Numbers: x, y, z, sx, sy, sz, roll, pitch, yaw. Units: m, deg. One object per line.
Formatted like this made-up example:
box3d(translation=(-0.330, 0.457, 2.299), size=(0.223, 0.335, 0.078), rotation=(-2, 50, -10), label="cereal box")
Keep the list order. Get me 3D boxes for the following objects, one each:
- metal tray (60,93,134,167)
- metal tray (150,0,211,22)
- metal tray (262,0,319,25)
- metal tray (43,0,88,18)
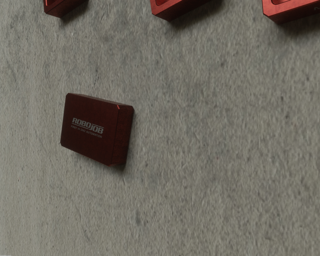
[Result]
box3d(translation=(-0.102, -0.001, 0.483), size=(0.130, 0.030, 0.089), rotation=(15, 100, 38), label="metal tray")
box3d(translation=(0.024, -0.210, 0.379), size=(0.090, 0.030, 0.129), rotation=(-14, 81, 38), label="metal tray")
box3d(translation=(0.156, -0.156, 0.272), size=(0.130, 0.030, 0.089), rotation=(-7, 86, 39), label="metal tray")
box3d(translation=(-0.169, -0.271, 0.537), size=(0.090, 0.030, 0.129), rotation=(-12, 83, 39), label="metal tray")
